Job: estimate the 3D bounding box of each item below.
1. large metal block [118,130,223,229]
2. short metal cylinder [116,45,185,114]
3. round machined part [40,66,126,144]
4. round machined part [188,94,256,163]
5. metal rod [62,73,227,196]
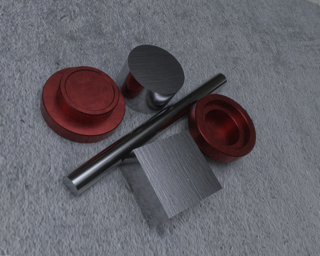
[{"bbox_3d":[0.011,0.058,0.361,0.081,0.050,0.080,-19,72,-35],"label":"large metal block"},{"bbox_3d":[-0.014,-0.065,0.421,0.081,0.050,0.080,14,56,-21],"label":"short metal cylinder"},{"bbox_3d":[-0.087,-0.034,0.368,0.099,0.042,0.098,14,56,-21],"label":"round machined part"},{"bbox_3d":[0.082,0.004,0.436,0.099,0.042,0.098,14,56,-21],"label":"round machined part"},{"bbox_3d":[0.003,-0.009,0.413,0.025,0.025,0.302,49,51,6],"label":"metal rod"}]
